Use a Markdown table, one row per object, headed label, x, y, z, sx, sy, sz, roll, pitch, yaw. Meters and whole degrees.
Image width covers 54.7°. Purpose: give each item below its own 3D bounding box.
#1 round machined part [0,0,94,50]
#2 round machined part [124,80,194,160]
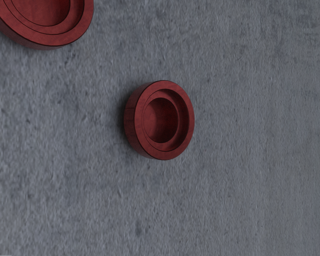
| label | x | y | z | sx | sy | sz | roll | pitch | yaw |
| --- | --- | --- | --- | --- | --- | --- | --- | --- | --- |
| round machined part | -0.117 | -0.123 | 0.296 | 0.099 | 0.042 | 0.097 | 0 | 90 | -40 |
| round machined part | -0.005 | -0.010 | 0.391 | 0.099 | 0.042 | 0.097 | 0 | 90 | -40 |
